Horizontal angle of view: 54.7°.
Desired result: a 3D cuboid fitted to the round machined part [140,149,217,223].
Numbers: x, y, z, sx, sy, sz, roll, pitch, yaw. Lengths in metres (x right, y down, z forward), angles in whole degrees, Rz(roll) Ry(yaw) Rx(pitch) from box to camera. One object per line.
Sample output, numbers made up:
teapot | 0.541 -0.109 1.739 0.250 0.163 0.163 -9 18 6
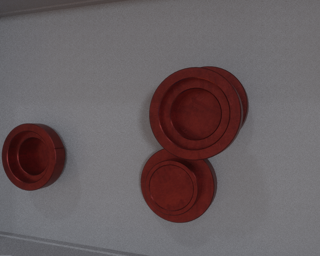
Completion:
round machined part | 0.020 0.072 0.394 0.098 0.042 0.097 0 90 20

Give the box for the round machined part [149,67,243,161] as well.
round machined part | 0.041 -0.015 0.342 0.098 0.042 0.097 0 90 20

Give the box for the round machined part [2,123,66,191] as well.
round machined part | -0.184 0.042 0.466 0.098 0.042 0.097 0 90 20

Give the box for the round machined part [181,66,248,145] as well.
round machined part | 0.057 -0.027 0.381 0.098 0.042 0.097 0 90 20
